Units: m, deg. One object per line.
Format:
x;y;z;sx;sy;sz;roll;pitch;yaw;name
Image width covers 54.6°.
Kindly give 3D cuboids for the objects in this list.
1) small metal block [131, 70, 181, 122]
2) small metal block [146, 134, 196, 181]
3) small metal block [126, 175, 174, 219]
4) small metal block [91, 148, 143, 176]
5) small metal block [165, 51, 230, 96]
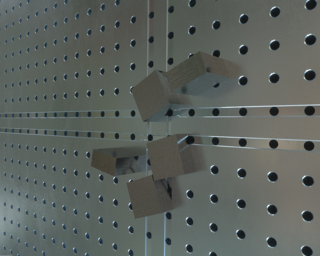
-0.006;-0.042;0.416;0.050;0.025;0.050;-33;70;35;small metal block
0.014;0.038;0.399;0.050;0.025;0.050;-19;78;38;small metal block
-0.014;0.092;0.422;0.050;0.025;0.050;-24;75;37;small metal block
-0.062;0.047;0.446;0.050;0.050;0.025;15;100;39;small metal block
0.044;-0.061;0.358;0.050;0.050;0.025;-27;73;37;small metal block
